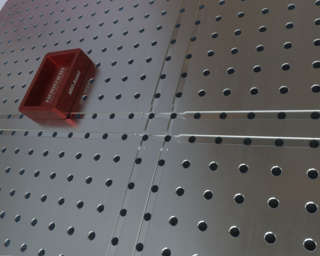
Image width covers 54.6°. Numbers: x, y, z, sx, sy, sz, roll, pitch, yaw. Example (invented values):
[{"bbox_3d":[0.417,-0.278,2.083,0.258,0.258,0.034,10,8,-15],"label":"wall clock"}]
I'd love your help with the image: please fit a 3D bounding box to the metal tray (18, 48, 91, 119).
[{"bbox_3d":[-0.186,-0.079,0.552,0.090,0.030,0.130,1,62,28],"label":"metal tray"}]
